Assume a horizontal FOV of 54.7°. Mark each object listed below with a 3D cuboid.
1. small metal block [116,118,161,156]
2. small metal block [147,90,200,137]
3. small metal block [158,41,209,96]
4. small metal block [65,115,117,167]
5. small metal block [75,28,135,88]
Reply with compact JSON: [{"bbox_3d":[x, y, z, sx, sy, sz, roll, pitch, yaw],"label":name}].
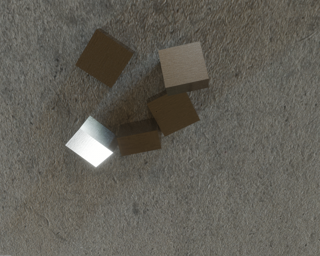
[{"bbox_3d":[-0.025,0.010,0.400,0.050,0.050,0.025,-11,110,4],"label":"small metal block"},{"bbox_3d":[0.017,-0.024,0.401,0.050,0.025,0.050,-26,108,9],"label":"small metal block"},{"bbox_3d":[0.028,-0.070,0.370,0.050,0.025,0.050,-12,72,4],"label":"small metal block"},{"bbox_3d":[-0.087,0.019,0.404,0.050,0.025,0.050,39,135,-13],"label":"small metal block"},{"bbox_3d":[-0.066,-0.085,0.378,0.050,0.025,0.050,33,107,-12],"label":"small metal block"}]
